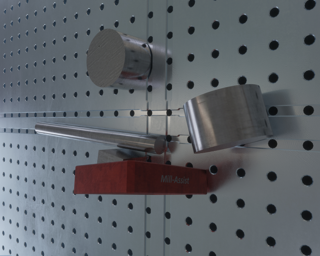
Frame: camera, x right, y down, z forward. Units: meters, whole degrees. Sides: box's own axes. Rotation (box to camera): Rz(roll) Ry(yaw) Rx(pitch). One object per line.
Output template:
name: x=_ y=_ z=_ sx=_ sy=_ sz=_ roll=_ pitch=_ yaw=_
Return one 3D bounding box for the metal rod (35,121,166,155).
metal rod: x=-0.115 y=0.011 z=0.503 sx=0.300 sy=0.025 sz=0.025 roll=6 pitch=94 yaw=39

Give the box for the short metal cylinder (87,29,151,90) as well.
short metal cylinder: x=-0.059 y=-0.095 z=0.442 sx=0.080 sy=0.050 sz=0.079 roll=0 pitch=90 yaw=40

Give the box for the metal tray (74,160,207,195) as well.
metal tray: x=-0.018 y=0.061 z=0.353 sx=0.090 sy=0.131 sz=0.030 roll=-11 pitch=73 yaw=39

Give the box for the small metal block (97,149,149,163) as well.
small metal block: x=-0.052 y=0.047 z=0.436 sx=0.050 sy=0.050 sz=0.025 roll=14 pitch=99 yaw=39

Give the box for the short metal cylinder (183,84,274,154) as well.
short metal cylinder: x=0.068 y=-0.007 z=0.317 sx=0.080 sy=0.081 sz=0.050 roll=-20 pitch=78 yaw=38
